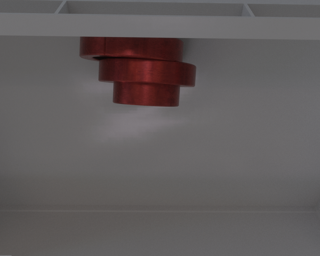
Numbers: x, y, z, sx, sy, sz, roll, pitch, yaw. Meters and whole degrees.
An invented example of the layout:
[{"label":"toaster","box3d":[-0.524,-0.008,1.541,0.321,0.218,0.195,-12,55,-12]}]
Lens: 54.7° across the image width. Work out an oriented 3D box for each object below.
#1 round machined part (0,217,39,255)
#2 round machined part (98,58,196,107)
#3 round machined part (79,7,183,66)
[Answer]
[{"label":"round machined part","box3d":[-0.269,0.196,0.560,0.099,0.042,0.097,0,137,1]},{"label":"round machined part","box3d":[-0.013,-0.045,0.319,0.099,0.098,0.042,3,96,-3]},{"label":"round machined part","box3d":[-0.026,-0.086,0.299,0.099,0.098,0.042,3,97,-3]}]
